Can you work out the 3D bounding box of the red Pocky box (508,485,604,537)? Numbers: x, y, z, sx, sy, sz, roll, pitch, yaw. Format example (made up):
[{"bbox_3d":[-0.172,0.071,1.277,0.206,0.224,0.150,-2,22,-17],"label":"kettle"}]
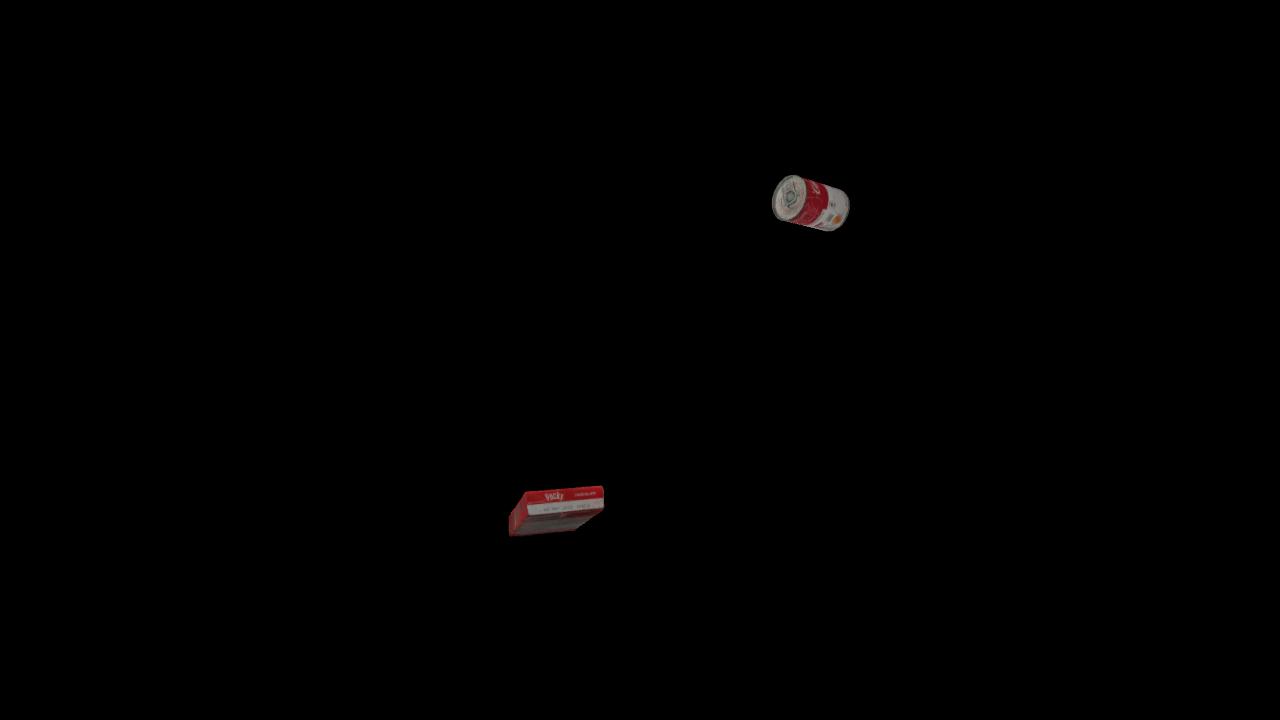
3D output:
[{"bbox_3d":[-0.098,0.171,0.687,0.083,0.028,0.155,-1,-22,-19],"label":"red Pocky box"}]

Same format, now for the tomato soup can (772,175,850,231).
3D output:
[{"bbox_3d":[0.259,-0.234,0.928,0.101,0.068,0.068,4,-2,-34],"label":"tomato soup can"}]
